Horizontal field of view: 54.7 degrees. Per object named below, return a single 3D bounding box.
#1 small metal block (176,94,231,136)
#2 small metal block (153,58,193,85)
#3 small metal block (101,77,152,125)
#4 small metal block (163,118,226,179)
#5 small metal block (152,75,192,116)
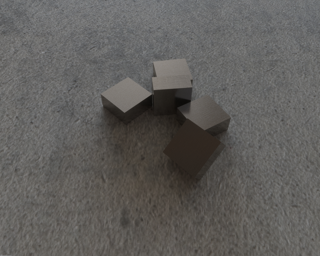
[{"bbox_3d":[0.057,-0.012,0.414,0.050,0.025,0.050,-25,55,-20],"label":"small metal block"},{"bbox_3d":[0.018,-0.078,0.469,0.050,0.025,0.050,-7,51,-7],"label":"small metal block"},{"bbox_3d":[-0.046,-0.039,0.435,0.050,0.025,0.050,37,59,27],"label":"small metal block"},{"bbox_3d":[0.041,0.025,0.367,0.050,0.025,0.050,38,94,27],"label":"small metal block"},{"bbox_3d":[0.015,-0.044,0.424,0.050,0.050,0.025,-5,50,-4],"label":"small metal block"}]
